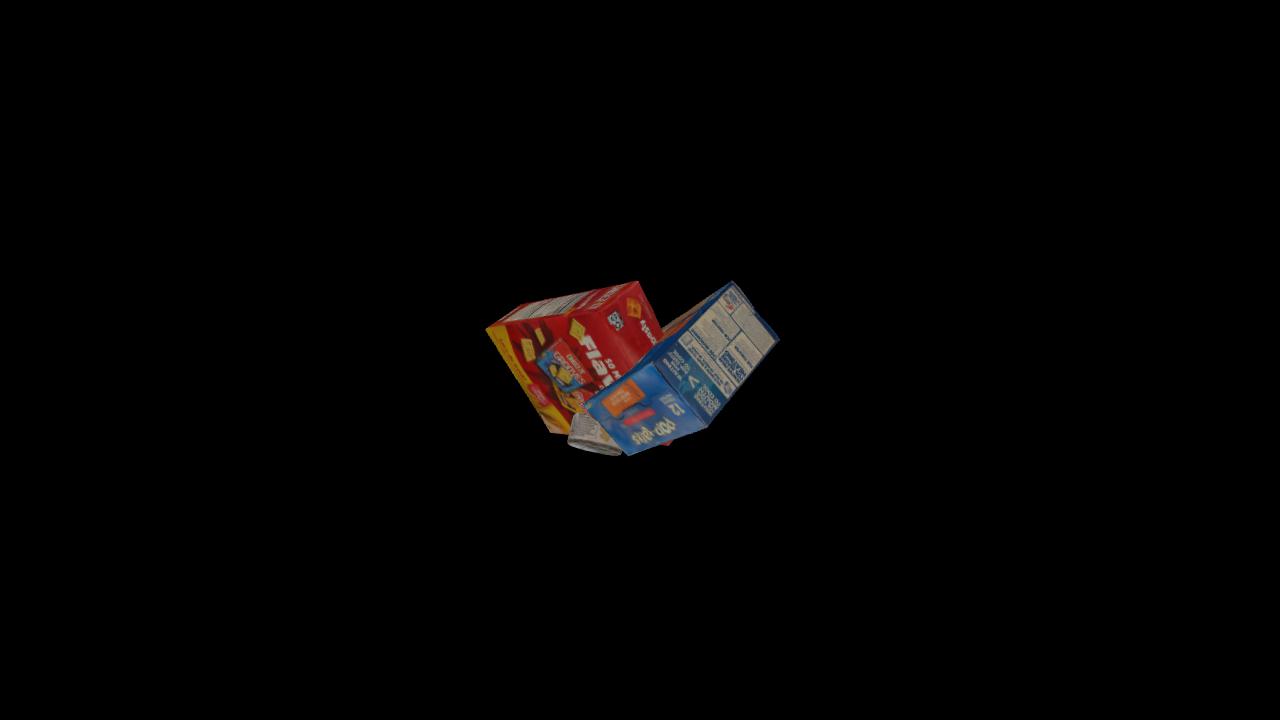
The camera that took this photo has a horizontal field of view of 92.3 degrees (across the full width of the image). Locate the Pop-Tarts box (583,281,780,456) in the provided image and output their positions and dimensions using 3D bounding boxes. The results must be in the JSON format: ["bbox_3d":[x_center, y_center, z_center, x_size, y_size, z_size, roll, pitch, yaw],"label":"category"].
[{"bbox_3d":[0.039,0.014,0.651,0.141,0.083,0.167,-45,6,-31],"label":"Pop-Tarts box"}]

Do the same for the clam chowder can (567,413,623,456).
[{"bbox_3d":[-0.044,0.057,0.730,0.068,0.102,0.068,11,-16,3],"label":"clam chowder can"}]

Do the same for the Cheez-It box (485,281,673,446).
[{"bbox_3d":[-0.059,0.008,0.703,0.223,0.166,0.071,-3,32,48],"label":"Cheez-It box"}]
